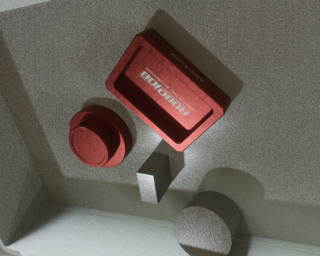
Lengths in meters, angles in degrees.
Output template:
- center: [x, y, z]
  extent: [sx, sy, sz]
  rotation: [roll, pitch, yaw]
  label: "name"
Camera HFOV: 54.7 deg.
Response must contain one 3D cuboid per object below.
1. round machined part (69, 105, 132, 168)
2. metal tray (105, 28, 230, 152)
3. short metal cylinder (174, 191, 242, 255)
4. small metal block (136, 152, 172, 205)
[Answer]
- center: [-0.094, 0.019, 0.457]
  extent: [0.098, 0.042, 0.097]
  rotation: [13, 124, 20]
  label: "round machined part"
- center: [0.007, -0.042, 0.374]
  extent: [0.130, 0.030, 0.090]
  rotation: [42, 129, -1]
  label: "metal tray"
- center: [0.066, 0.134, 0.427]
  extent: [0.080, 0.050, 0.079]
  rotation: [8, 107, 27]
  label: "short metal cylinder"
- center: [-0.007, 0.070, 0.438]
  extent: [0.025, 0.050, 0.050]
  rotation: [7, 121, 24]
  label: "small metal block"
